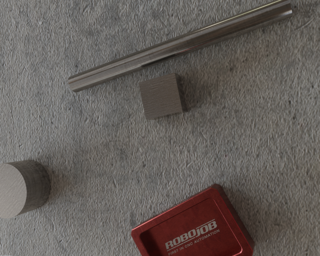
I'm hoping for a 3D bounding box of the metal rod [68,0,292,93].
[{"bbox_3d":[0.011,-0.102,0.404,0.301,0.025,0.025,-16,85,18],"label":"metal rod"}]

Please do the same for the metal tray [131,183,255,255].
[{"bbox_3d":[0.039,0.140,0.391,0.130,0.030,0.090,-32,80,16],"label":"metal tray"}]

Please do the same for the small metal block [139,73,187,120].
[{"bbox_3d":[0.004,-0.040,0.407,0.050,0.025,0.050,-13,86,19],"label":"small metal block"}]

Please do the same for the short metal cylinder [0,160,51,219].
[{"bbox_3d":[-0.216,0.091,0.470,0.080,0.050,0.079,0,90,19],"label":"short metal cylinder"}]
